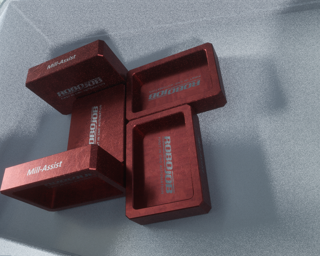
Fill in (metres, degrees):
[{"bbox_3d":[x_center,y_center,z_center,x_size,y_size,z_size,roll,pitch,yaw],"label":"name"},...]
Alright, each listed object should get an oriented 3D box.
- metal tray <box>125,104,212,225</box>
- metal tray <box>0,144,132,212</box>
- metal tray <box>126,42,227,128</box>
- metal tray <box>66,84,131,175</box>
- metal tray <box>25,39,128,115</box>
[{"bbox_3d":[0.006,0.042,0.371,0.090,0.030,0.130,-16,55,18],"label":"metal tray"},{"bbox_3d":[-0.109,0.065,0.376,0.130,0.090,0.030,-16,56,19],"label":"metal tray"},{"bbox_3d":[0.018,-0.056,0.424,0.130,0.030,0.090,-16,55,18],"label":"metal tray"},{"bbox_3d":[-0.083,0.007,0.436,0.090,0.030,0.130,-16,55,18],"label":"metal tray"},{"bbox_3d":[-0.118,-0.070,0.462,0.130,0.090,0.030,-17,55,18],"label":"metal tray"}]
